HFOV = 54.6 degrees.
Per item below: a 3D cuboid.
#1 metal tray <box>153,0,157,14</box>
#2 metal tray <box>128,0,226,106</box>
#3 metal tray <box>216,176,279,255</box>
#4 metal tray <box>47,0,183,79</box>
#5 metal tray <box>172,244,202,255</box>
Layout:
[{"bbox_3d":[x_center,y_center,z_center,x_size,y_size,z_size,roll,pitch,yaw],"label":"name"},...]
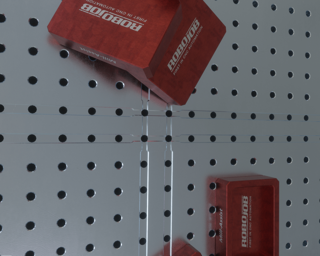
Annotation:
[{"bbox_3d":[0.013,-0.194,0.360,0.030,0.130,0.090,31,80,-11],"label":"metal tray"},{"bbox_3d":[0.024,-0.106,0.406,0.090,0.030,0.130,36,78,-32],"label":"metal tray"},{"bbox_3d":[0.129,0.139,0.457,0.091,0.030,0.129,0,90,-20],"label":"metal tray"},{"bbox_3d":[-0.051,-0.122,0.358,0.130,0.030,0.090,24,81,12],"label":"metal tray"},{"bbox_3d":[0.014,0.233,0.415,0.131,0.030,0.090,-31,100,-17],"label":"metal tray"}]
